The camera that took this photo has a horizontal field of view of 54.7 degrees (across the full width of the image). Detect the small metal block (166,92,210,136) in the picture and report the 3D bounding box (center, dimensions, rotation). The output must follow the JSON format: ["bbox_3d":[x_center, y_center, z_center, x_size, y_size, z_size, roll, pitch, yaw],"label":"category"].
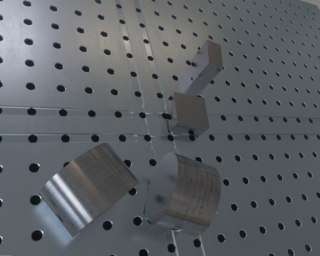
[{"bbox_3d":[0.039,-0.020,0.441,0.050,0.025,0.050,9,58,-24],"label":"small metal block"}]

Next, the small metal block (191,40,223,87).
[{"bbox_3d":[0.074,-0.103,0.495,0.025,0.050,0.050,15,56,-20],"label":"small metal block"}]

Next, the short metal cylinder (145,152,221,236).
[{"bbox_3d":[0.023,0.072,0.342,0.050,0.080,0.080,21,54,-16],"label":"short metal cylinder"}]

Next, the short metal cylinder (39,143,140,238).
[{"bbox_3d":[-0.067,0.059,0.301,0.081,0.080,0.050,-35,82,-38],"label":"short metal cylinder"}]
